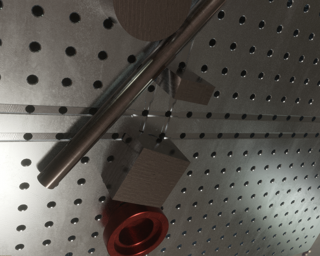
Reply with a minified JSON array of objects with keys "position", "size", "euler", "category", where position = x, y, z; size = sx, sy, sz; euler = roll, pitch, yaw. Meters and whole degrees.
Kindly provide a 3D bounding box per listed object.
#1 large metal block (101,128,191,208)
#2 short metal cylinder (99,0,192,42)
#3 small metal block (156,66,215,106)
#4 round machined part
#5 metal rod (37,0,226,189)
[{"position":[-0.020,0.056,0.420],"size":[0.080,0.050,0.080],"euler":[21,107,-36],"category":"large metal block"},{"position":[-0.016,-0.132,0.306],"size":[0.081,0.050,0.079],"euler":[-14,125,-21],"category":"short metal cylinder"},{"position":[0.030,-0.053,0.380],"size":[0.050,0.050,0.025],"euler":[8,115,-32],"category":"small metal block"},{"position":[-0.040,0.151,0.474],"size":[0.099,0.042,0.097],"euler":[-14,124,-21],"category":"round machined part"},{"position":[-0.036,-0.043,0.366],"size":[0.300,0.025,0.025],"euler":[-47,130,4],"category":"metal rod"}]
